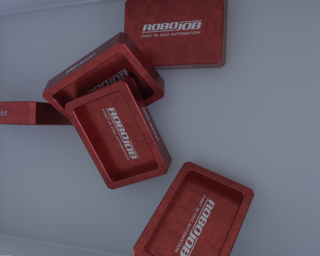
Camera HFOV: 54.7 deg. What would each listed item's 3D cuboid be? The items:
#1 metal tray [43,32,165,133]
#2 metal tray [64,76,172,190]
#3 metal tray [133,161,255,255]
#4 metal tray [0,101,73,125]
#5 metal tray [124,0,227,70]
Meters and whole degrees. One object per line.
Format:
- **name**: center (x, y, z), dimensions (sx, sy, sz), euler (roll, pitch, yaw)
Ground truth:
- **metal tray**: center (-0.071, -0.050, 0.399), dimensions (0.130, 0.030, 0.090), euler (-27, 126, 21)
- **metal tray**: center (-0.052, 0.009, 0.400), dimensions (0.090, 0.030, 0.129), euler (-20, 106, 19)
- **metal tray**: center (0.041, 0.109, 0.350), dimensions (0.090, 0.030, 0.130), euler (23, 54, 18)
- **metal tray**: center (-0.203, -0.020, 0.447), dimensions (0.130, 0.090, 0.030), euler (1, 91, 20)
- **metal tray**: center (0.019, -0.124, 0.401), dimensions (0.130, 0.030, 0.089), euler (2, 91, 19)
